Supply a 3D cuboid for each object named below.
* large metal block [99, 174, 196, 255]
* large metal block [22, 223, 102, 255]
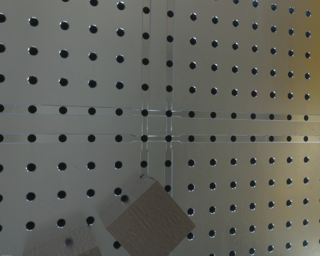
[{"bbox_3d":[-0.017,0.118,0.393,0.080,0.050,0.080,-42,103,-15],"label":"large metal block"},{"bbox_3d":[-0.105,0.157,0.345,0.081,0.080,0.050,-21,97,-19],"label":"large metal block"}]
